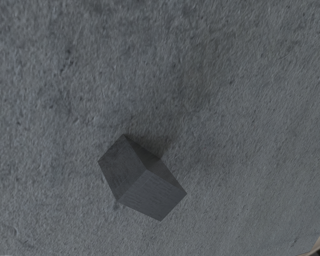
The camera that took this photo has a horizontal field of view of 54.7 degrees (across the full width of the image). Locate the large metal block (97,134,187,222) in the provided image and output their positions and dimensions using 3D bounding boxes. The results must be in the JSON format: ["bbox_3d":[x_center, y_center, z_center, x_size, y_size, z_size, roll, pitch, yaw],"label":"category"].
[{"bbox_3d":[-0.024,0.064,0.399,0.050,0.080,0.080,-48,129,5],"label":"large metal block"}]
